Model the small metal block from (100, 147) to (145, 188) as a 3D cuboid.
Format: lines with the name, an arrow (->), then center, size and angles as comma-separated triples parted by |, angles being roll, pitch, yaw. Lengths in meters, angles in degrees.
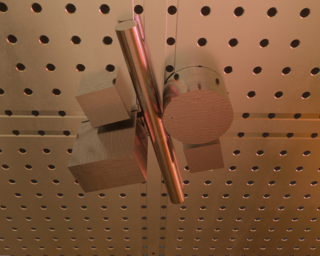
small metal block -> -0.055, 0.059, 0.461 | 0.050, 0.025, 0.050 | -12, 129, 9

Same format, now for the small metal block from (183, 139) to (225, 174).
small metal block -> 0.062, 0.035, 0.443 | 0.050, 0.025, 0.050 | -11, 130, 9

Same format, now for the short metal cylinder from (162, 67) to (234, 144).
short metal cylinder -> 0.043, -0.026, 0.373 | 0.081, 0.050, 0.079 | 0, 130, 0

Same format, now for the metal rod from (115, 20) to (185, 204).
metal rod -> -0.003, 0.004, 0.415 | 0.025, 0.025, 0.298 | -10, 130, 8

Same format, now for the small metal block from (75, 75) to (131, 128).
small metal block -> -0.068, -0.032, 0.383 | 0.050, 0.025, 0.050 | -14, 129, 10

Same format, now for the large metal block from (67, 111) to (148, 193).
large metal block -> -0.062, 0.030, 0.398 | 0.080, 0.080, 0.050 | -12, 129, 9
